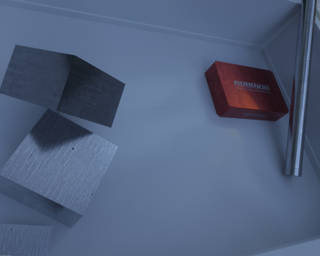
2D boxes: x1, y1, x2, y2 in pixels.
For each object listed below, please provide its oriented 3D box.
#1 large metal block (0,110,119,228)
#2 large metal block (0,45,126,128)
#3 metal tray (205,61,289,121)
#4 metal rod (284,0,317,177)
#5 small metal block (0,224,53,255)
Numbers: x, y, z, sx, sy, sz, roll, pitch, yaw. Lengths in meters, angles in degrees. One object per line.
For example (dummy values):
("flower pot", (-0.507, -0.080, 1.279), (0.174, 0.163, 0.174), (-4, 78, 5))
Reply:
("large metal block", (-0.101, 0.041, 0.311), (0.080, 0.050, 0.080), (30, 52, -9))
("large metal block", (-0.097, -0.041, 0.317), (0.080, 0.080, 0.050), (23, 84, -62))
("metal tray", (0.146, -0.060, 0.521), (0.131, 0.030, 0.090), (3, 60, -27))
("metal rod", (0.229, -0.072, 0.501), (0.025, 0.025, 0.299), (14, 79, -21))
("small metal block", (-0.125, 0.113, 0.270), (0.050, 0.025, 0.050), (11, 57, -23))
